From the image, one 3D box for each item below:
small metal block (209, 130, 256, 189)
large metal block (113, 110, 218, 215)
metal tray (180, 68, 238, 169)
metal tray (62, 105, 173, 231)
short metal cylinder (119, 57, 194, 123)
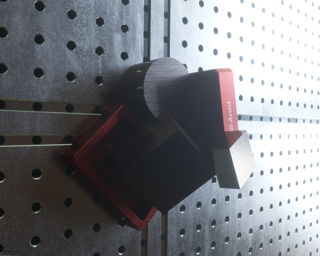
[{"bbox_3d":[0.086,0.036,0.360,0.050,0.025,0.050,-35,113,-47],"label":"small metal block"},{"bbox_3d":[0.006,0.040,0.359,0.080,0.050,0.080,-39,121,6],"label":"large metal block"},{"bbox_3d":[0.059,-0.010,0.418,0.030,0.090,0.129,-12,98,-40],"label":"metal tray"},{"bbox_3d":[-0.040,0.048,0.373,0.090,0.030,0.130,-51,120,-28],"label":"metal tray"},{"bbox_3d":[-0.004,-0.045,0.391,0.081,0.050,0.079,0,90,-40],"label":"short metal cylinder"}]
